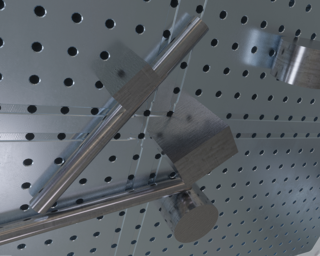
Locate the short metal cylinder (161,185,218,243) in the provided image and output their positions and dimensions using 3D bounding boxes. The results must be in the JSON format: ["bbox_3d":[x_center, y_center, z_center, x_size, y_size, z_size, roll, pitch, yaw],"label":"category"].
[{"bbox_3d":[0.048,0.140,0.508,0.081,0.050,0.079,-14,124,-21],"label":"short metal cylinder"}]

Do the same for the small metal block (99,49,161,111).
[{"bbox_3d":[-0.034,-0.054,0.343,0.050,0.050,0.025,-43,130,1],"label":"small metal block"}]

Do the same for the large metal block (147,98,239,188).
[{"bbox_3d":[0.042,0.017,0.409,0.080,0.080,0.050,-34,129,-6],"label":"large metal block"}]

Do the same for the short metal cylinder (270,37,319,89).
[{"bbox_3d":[0.201,-0.092,0.429,0.081,0.080,0.050,-6,121,-26],"label":"short metal cylinder"}]

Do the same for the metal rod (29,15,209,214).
[{"bbox_3d":[-0.052,-0.012,0.375,0.300,0.025,0.025,-48,129,5],"label":"metal rod"}]

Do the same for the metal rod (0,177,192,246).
[{"bbox_3d":[-0.093,0.112,0.430,0.303,0.025,0.025,-11,123,-23],"label":"metal rod"}]
